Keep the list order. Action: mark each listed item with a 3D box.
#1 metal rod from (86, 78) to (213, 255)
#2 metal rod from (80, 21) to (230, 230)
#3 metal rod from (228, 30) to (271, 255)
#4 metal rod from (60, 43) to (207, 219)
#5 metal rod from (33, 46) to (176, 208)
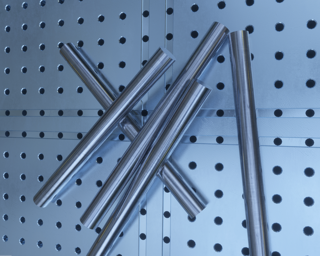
[{"bbox_3d":[-0.024,0.071,0.396,0.025,0.025,0.298,37,110,16],"label":"metal rod"},{"bbox_3d":[-0.008,-0.001,0.391,0.025,0.025,0.299,35,92,16],"label":"metal rod"},{"bbox_3d":[0.109,0.033,0.373,0.025,0.025,0.298,-6,88,19],"label":"metal rod"},{"bbox_3d":[-0.044,-0.005,0.427,0.025,0.025,0.300,-43,77,15],"label":"metal rod"},{"bbox_3d":[-0.087,0.012,0.419,0.299,0.025,0.025,-46,76,22],"label":"metal rod"}]
